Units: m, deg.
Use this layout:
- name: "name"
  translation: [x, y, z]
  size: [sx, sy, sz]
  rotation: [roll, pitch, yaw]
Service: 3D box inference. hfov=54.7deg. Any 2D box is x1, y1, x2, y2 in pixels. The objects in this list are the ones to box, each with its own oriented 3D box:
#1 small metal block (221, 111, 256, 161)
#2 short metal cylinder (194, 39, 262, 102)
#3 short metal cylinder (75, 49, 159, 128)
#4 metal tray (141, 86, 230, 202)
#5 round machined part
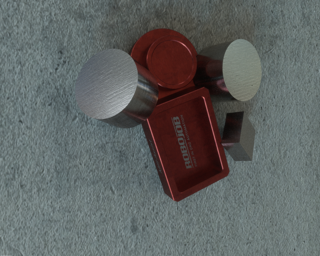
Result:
- name: "small metal block"
  translation: [0.111, 0.012, 0.433]
  size: [0.050, 0.025, 0.050]
  rotation: [47, 49, -41]
- name: "short metal cylinder"
  translation: [0.092, -0.075, 0.420]
  size: [0.081, 0.050, 0.079]
  rotation: [-2, 93, -38]
- name: "short metal cylinder"
  translation: [-0.049, -0.043, 0.356]
  size: [0.050, 0.080, 0.080]
  rotation: [26, 78, -63]
- name: "metal tray"
  translation: [0.034, 0.020, 0.408]
  size: [0.091, 0.030, 0.129]
  rotation: [-23, 107, -19]
- name: "round machined part"
  translation: [0.009, -0.082, 0.405]
  size: [0.099, 0.042, 0.097]
  rotation: [0, 90, -20]
